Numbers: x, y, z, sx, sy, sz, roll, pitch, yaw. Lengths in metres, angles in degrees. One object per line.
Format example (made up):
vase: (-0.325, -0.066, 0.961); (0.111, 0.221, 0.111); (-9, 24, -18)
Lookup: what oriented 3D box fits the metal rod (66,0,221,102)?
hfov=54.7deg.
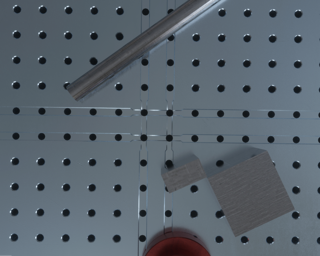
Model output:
metal rod: (0.006, -0.132, 0.413); (0.301, 0.025, 0.025); (-36, 90, 0)

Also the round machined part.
round machined part: (0.023, 0.191, 0.405); (0.099, 0.042, 0.097); (0, 90, 0)

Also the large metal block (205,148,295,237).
large metal block: (0.111, 0.080, 0.402); (0.080, 0.050, 0.080); (-25, 90, 0)

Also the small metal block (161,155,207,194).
small metal block: (0.029, 0.058, 0.401); (0.050, 0.050, 0.025); (-24, 90, 0)
